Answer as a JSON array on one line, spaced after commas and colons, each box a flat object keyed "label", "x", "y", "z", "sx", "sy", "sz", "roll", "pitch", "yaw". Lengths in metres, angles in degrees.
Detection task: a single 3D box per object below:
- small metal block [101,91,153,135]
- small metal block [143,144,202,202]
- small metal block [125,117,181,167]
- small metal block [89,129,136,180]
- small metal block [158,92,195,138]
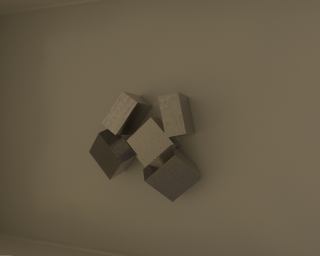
[{"label": "small metal block", "x": -0.042, "y": -0.018, "z": 0.409, "sx": 0.025, "sy": 0.050, "sz": 0.050, "roll": 38, "pitch": 102, "yaw": 16}, {"label": "small metal block", "x": 0.015, "y": 0.057, "z": 0.389, "sx": 0.050, "sy": 0.025, "sz": 0.050, "roll": -43, "pitch": 114, "yaw": 14}, {"label": "small metal block", "x": -0.009, "y": 0.021, "z": 0.410, "sx": 0.050, "sy": 0.025, "sz": 0.050, "roll": -44, "pitch": 77, "yaw": 14}, {"label": "small metal block", "x": -0.065, "y": 0.034, "z": 0.418, "sx": 0.050, "sy": 0.025, "sz": 0.050, "roll": 51, "pitch": 138, "yaw": 12}, {"label": "small metal block", "x": 0.022, "y": -0.015, "z": 0.386, "sx": 0.025, "sy": 0.050, "sz": 0.050, "roll": -12, "pitch": 86, "yaw": 18}]
